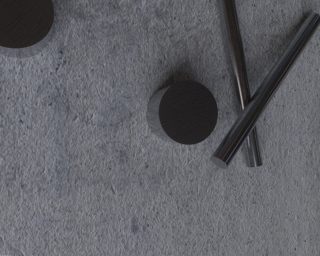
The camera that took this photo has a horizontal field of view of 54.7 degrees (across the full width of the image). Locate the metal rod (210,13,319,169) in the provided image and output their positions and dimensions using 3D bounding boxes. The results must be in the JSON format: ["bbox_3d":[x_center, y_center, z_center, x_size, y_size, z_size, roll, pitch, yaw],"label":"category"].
[{"bbox_3d":[0.162,-0.066,0.447,0.025,0.025,0.301,44,68,-15],"label":"metal rod"}]

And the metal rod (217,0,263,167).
[{"bbox_3d":[0.113,-0.091,0.450,0.025,0.025,0.298,-12,94,-20],"label":"metal rod"}]

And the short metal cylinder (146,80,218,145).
[{"bbox_3d":[0.028,-0.019,0.406,0.081,0.050,0.079,0,90,-20],"label":"short metal cylinder"}]

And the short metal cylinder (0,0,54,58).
[{"bbox_3d":[-0.158,-0.121,0.337,0.081,0.050,0.079,0,90,-20],"label":"short metal cylinder"}]
